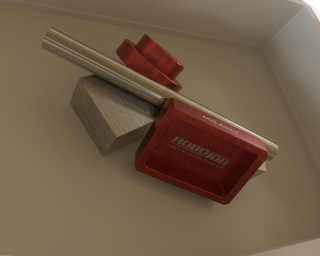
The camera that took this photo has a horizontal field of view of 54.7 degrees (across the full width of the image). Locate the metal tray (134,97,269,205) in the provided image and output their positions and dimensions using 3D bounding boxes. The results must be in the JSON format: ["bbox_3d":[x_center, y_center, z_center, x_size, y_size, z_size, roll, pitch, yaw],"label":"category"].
[{"bbox_3d":[0.047,0.031,0.366,0.131,0.089,0.030,24,25,-15],"label":"metal tray"}]

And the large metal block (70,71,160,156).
[{"bbox_3d":[-0.049,-0.024,0.377,0.081,0.050,0.080,-25,76,-37],"label":"large metal block"}]

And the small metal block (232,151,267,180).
[{"bbox_3d":[0.115,0.043,0.425,0.025,0.050,0.050,14,56,-21],"label":"small metal block"}]

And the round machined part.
[{"bbox_3d":[-0.007,-0.086,0.410,0.098,0.042,0.098,39,13,-10],"label":"round machined part"}]

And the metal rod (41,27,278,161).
[{"bbox_3d":[0.011,-0.033,0.365,0.301,0.025,0.025,26,53,-13],"label":"metal rod"}]
